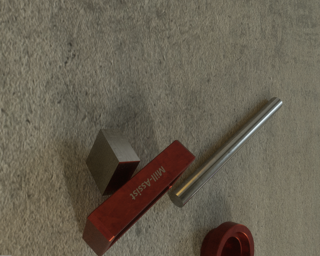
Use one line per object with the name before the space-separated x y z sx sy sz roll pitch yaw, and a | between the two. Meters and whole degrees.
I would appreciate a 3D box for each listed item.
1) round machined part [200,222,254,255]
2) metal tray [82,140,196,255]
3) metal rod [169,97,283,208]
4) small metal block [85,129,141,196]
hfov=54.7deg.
round machined part | 0.101 0.195 0.481 0.099 0.042 0.097 0 90 -40
metal tray | -0.023 0.077 0.345 0.030 0.089 0.131 44 56 12
metal rod | 0.123 0.026 0.510 0.302 0.025 0.025 -36 113 -34
small metal block | -0.052 0.036 0.333 0.025 0.050 0.050 2 129 -40
